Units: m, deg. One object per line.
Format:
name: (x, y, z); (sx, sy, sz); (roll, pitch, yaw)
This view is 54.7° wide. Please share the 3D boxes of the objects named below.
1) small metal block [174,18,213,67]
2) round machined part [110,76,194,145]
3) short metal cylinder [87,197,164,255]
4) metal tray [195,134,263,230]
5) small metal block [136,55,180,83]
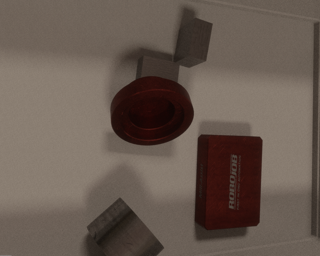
small metal block: (0.043, -0.112, 0.414); (0.025, 0.050, 0.050); (12, 86, -20)
round machined part: (-0.011, -0.025, 0.379); (0.099, 0.097, 0.042); (7, 46, -20)
short metal cylinder: (-0.041, 0.130, 0.367); (0.050, 0.080, 0.080); (-41, 103, -15)
metal tray: (0.100, 0.075, 0.446); (0.091, 0.030, 0.129); (3, 89, -21)
small metal block: (-0.005, -0.064, 0.410); (0.050, 0.025, 0.050); (8, 87, -20)
